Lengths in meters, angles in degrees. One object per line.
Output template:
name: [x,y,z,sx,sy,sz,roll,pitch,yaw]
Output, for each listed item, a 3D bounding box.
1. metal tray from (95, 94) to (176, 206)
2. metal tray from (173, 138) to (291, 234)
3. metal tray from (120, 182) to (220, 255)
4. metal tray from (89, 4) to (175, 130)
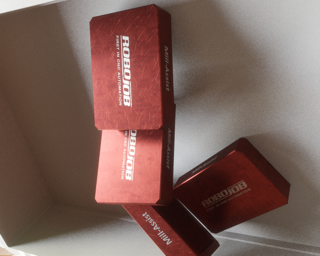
metal tray: [-0.029,0.028,0.382,0.090,0.030,0.130,-6,70,28]
metal tray: [0.089,0.081,0.409,0.090,0.030,0.129,46,129,-4]
metal tray: [0.013,0.125,0.411,0.130,0.090,0.030,44,101,21]
metal tray: [-0.032,-0.063,0.351,0.090,0.030,0.129,0,94,28]
